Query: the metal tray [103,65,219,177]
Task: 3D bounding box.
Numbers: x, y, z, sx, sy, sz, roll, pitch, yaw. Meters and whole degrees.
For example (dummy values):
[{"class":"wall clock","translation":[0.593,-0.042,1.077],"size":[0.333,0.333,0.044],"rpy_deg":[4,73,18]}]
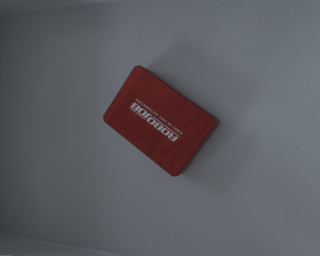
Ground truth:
[{"class":"metal tray","translation":[-0.001,-0.010,0.409],"size":[0.130,0.030,0.090],"rpy_deg":[37,102,16]}]
